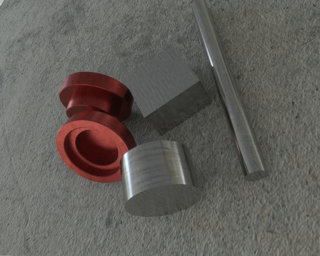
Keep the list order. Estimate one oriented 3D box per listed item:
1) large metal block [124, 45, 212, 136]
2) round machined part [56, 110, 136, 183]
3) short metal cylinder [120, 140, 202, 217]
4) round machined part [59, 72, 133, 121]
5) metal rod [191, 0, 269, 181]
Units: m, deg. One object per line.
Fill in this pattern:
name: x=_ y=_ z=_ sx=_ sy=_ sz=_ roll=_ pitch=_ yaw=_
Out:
large metal block: x=0.009 y=-0.050 z=0.414 sx=0.080 sy=0.050 sz=0.080 roll=-34 pitch=51 yaw=6
round machined part: x=-0.076 y=0.019 z=0.393 sx=0.098 sy=0.098 sz=0.042 roll=-11 pitch=30 yaw=22
short metal cylinder: x=-0.001 y=0.057 z=0.334 sx=0.080 sy=0.080 sz=0.050 roll=-23 pitch=54 yaw=14
round machined part: x=-0.088 y=-0.030 z=0.422 sx=0.098 sy=0.098 sz=0.042 roll=-5 pitch=60 yaw=26
metal rod: x=0.081 y=-0.072 z=0.405 sx=0.025 sy=0.025 sz=0.299 roll=-20 pitch=54 yaw=16
